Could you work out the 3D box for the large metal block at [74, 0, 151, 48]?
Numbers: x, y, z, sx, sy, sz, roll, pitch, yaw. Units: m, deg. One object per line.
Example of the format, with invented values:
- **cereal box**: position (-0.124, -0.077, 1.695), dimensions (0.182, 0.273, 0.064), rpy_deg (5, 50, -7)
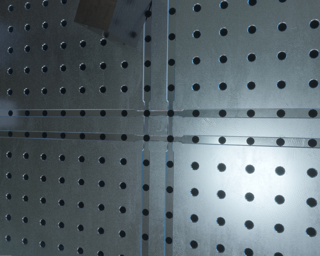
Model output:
- **large metal block**: position (-0.057, -0.159, 0.404), dimensions (0.050, 0.080, 0.080), rpy_deg (21, 97, 19)
